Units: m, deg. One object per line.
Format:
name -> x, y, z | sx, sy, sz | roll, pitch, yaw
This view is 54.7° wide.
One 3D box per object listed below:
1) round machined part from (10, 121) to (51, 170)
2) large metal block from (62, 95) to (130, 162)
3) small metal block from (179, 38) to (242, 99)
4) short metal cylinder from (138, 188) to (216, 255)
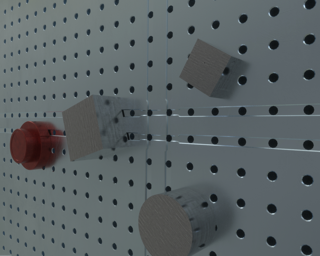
round machined part -> -0.262, 0.035, 0.615 | 0.098, 0.042, 0.097 | 0, 90, 40
large metal block -> -0.100, 0.002, 0.476 | 0.080, 0.050, 0.080 | -21, 77, 38
small metal block -> 0.058, -0.069, 0.362 | 0.050, 0.025, 0.050 | 39, 114, 33
short metal cylinder -> 0.020, 0.116, 0.377 | 0.080, 0.050, 0.079 | 0, 90, 40
